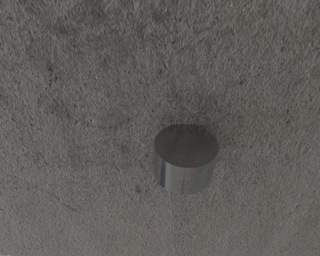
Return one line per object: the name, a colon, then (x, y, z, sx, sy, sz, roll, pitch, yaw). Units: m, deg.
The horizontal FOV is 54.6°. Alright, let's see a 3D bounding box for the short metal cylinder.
short metal cylinder: (0.032, 0.039, 0.405, 0.080, 0.080, 0.050, 1, 130, -1)
